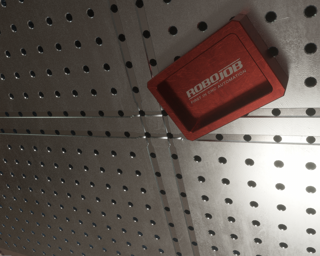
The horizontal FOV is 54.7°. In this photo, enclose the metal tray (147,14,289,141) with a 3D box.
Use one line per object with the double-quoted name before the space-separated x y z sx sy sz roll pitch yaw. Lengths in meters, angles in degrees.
"metal tray" 0.060 -0.049 0.345 0.130 0.030 0.090 -30 102 37
